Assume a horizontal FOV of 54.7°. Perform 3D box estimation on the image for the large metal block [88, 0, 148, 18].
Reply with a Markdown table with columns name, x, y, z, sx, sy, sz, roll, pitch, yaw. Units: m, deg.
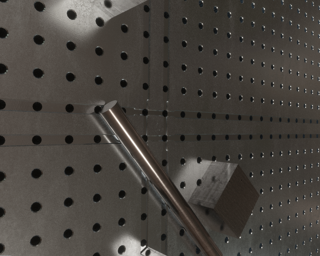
| name | x | y | z | sx | sy | sz | roll | pitch | yaw |
| --- | --- | --- | --- | --- | --- | --- | --- | --- | --- |
| large metal block | -0.039 | -0.180 | 0.342 | 0.050 | 0.080 | 0.080 | 30 | 72 | -37 |

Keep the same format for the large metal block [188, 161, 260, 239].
| name | x | y | z | sx | sy | sz | roll | pitch | yaw |
| --- | --- | --- | --- | --- | --- | --- | --- | --- | --- |
| large metal block | 0.101 | 0.110 | 0.481 | 0.080 | 0.050 | 0.080 | 52 | 60 | -28 |

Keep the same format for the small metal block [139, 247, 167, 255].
| name | x | y | z | sx | sy | sz | roll | pitch | yaw |
| --- | --- | --- | --- | --- | --- | --- | --- | --- | --- |
| small metal block | 0.001 | 0.187 | 0.396 | 0.025 | 0.050 | 0.050 | -34 | 111 | -35 |

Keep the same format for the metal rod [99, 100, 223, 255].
| name | x | y | z | sx | sy | sz | roll | pitch | yaw |
| --- | --- | --- | --- | --- | --- | --- | --- | --- | --- |
| metal rod | 0.013 | 0.089 | 0.422 | 0.025 | 0.025 | 0.299 | -48 | 119 | -29 |
